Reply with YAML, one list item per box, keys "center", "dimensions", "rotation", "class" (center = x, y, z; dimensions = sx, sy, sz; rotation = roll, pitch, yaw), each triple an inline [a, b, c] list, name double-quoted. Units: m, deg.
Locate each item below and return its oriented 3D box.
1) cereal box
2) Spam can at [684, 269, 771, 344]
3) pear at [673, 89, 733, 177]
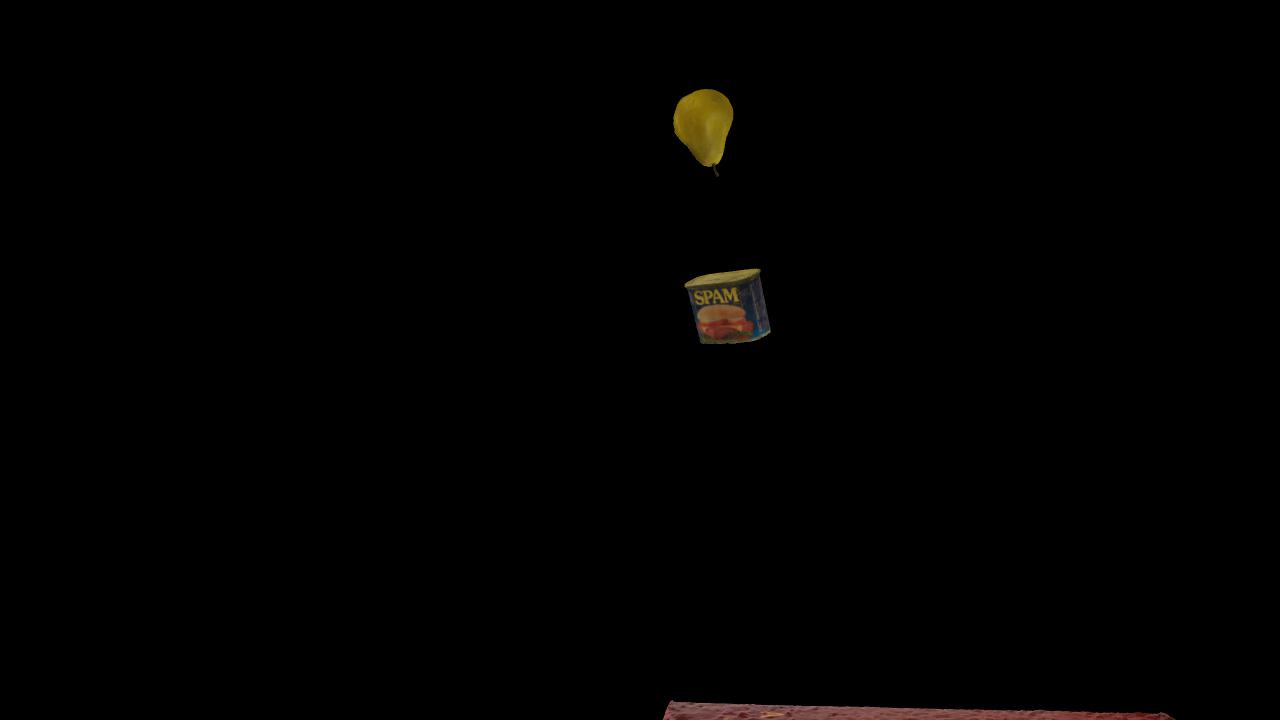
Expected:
- center: [0.144, 0.250, 0.294]
  dimensions: [0.306, 0.081, 0.203]
  rotation: [-6, -4, 13]
  class: "cereal box"
- center: [0.117, -0.070, 0.816]
  dimensions: [0.101, 0.085, 0.058]
  rotation: [0, 22, 43]
  class: "Spam can"
- center: [0.086, -0.290, 0.803]
  dimensions: [0.080, 0.111, 0.080]
  rotation: [-6, 3, 0]
  class: "pear"
